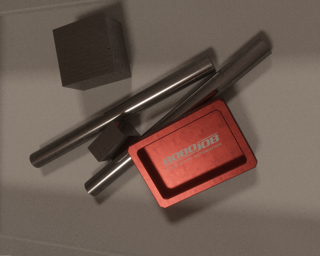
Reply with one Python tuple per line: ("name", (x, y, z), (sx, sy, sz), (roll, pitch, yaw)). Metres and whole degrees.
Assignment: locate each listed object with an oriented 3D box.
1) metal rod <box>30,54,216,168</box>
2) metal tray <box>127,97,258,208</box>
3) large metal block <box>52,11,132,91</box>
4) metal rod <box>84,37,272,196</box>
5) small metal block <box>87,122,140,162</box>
("metal rod", (-0.063, -0.016, 0.431), (0.300, 0.025, 0.025), (-27, 81, 17))
("metal tray", (0.038, 0.031, 0.378), (0.130, 0.030, 0.090), (-28, 96, 14))
("large metal block", (-0.093, -0.102, 0.429), (0.080, 0.050, 0.080), (-12, 86, 19))
("metal rod", (0.013, -0.005, 0.405), (0.300, 0.025, 0.025), (-40, 78, 15))
("small metal block", (-0.061, 0.018, 0.418), (0.050, 0.050, 0.025), (-45, 76, 14))
